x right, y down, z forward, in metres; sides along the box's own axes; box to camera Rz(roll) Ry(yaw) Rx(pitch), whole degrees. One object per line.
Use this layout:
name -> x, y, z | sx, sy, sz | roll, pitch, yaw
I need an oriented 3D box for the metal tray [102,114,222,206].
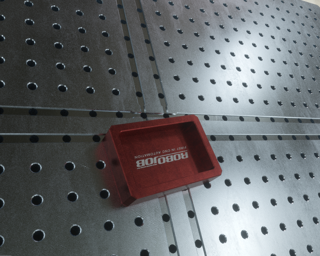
metal tray -> 0.005, 0.035, 0.385 | 0.131, 0.030, 0.090 | -9, 66, -32
